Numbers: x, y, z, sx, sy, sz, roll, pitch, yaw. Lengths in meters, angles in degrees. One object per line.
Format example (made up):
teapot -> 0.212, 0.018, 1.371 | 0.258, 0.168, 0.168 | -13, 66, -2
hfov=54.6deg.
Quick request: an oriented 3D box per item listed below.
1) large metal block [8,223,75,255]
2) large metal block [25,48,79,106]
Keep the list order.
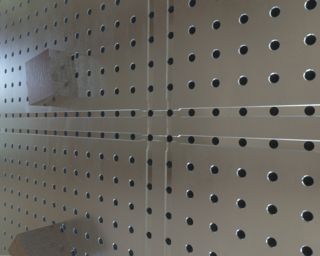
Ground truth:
large metal block -> -0.206, 0.224, 0.546 | 0.080, 0.081, 0.050 | 52, 121, 27
large metal block -> -0.195, -0.087, 0.556 | 0.080, 0.050, 0.080 | -13, 82, 39
